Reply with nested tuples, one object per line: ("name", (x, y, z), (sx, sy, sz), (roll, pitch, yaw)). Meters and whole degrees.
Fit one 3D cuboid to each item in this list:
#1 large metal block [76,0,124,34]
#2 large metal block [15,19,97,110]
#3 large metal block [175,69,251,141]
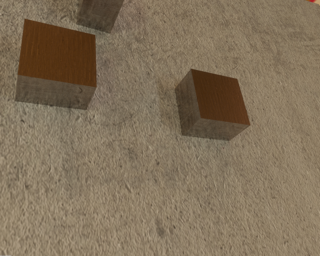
("large metal block", (-0.084, -0.199, 0.445), (0.050, 0.080, 0.080), (10, 58, -23))
("large metal block", (-0.122, -0.073, 0.366), (0.081, 0.050, 0.080), (7, 59, -25))
("large metal block", (0.073, -0.031, 0.446), (0.081, 0.050, 0.080), (7, 59, -25))
